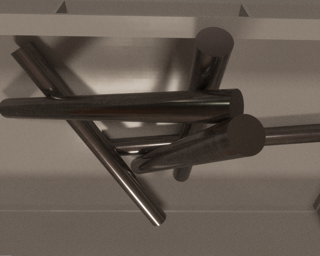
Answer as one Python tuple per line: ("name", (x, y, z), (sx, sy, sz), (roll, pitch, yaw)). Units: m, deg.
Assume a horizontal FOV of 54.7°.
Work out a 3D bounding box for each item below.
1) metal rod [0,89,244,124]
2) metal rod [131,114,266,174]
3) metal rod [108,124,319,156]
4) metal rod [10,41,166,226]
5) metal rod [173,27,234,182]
("metal rod", (-0.068, -0.020, 0.300), (0.300, 0.025, 0.025), (2, 137, 36))
("metal rod", (0.009, 0.030, 0.319), (0.025, 0.025, 0.299), (15, 166, -13))
("metal rod", (0.069, 0.018, 0.425), (0.302, 0.025, 0.025), (-4, 130, 3))
("metal rod", (-0.076, 0.025, 0.400), (0.025, 0.025, 0.299), (-24, 118, 19))
("metal rod", (0.034, 0.007, 0.336), (0.025, 0.025, 0.299), (0, 155, -1))
